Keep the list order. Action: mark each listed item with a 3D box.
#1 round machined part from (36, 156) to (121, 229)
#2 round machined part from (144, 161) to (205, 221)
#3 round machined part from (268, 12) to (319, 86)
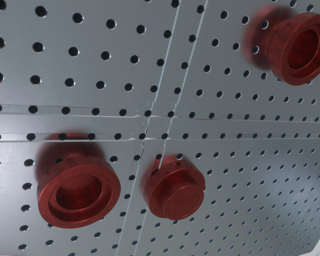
[{"bbox_3d":[-0.103,0.075,0.390,0.099,0.042,0.097,-14,124,-21],"label":"round machined part"},{"bbox_3d":[0.028,0.103,0.479,0.099,0.042,0.097,-14,124,-21],"label":"round machined part"},{"bbox_3d":[0.194,-0.112,0.435,0.099,0.042,0.097,-14,124,-21],"label":"round machined part"}]
